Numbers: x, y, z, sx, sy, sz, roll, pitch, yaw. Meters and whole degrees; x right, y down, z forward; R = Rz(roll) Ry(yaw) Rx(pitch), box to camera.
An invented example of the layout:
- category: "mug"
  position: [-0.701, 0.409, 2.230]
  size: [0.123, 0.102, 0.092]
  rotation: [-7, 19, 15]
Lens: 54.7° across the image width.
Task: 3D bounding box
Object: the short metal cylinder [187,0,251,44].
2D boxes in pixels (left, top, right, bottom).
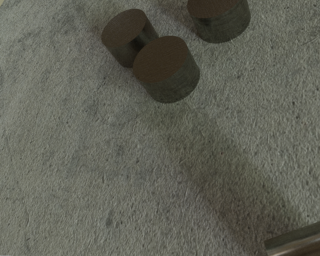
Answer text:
- category: "short metal cylinder"
  position: [0.086, -0.170, 0.447]
  size: [0.080, 0.050, 0.080]
  rotation: [-13, 56, 21]

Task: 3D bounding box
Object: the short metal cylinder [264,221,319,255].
- category: "short metal cylinder"
  position: [0.120, 0.117, 0.234]
  size: [0.050, 0.080, 0.080]
  rotation: [-25, 53, 13]

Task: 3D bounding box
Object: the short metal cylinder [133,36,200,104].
- category: "short metal cylinder"
  position: [0.010, -0.081, 0.433]
  size: [0.080, 0.050, 0.080]
  rotation: [-13, 56, 21]

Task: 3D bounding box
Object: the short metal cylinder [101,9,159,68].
- category: "short metal cylinder"
  position: [-0.047, -0.145, 0.501]
  size: [0.080, 0.050, 0.080]
  rotation: [-13, 56, 21]
